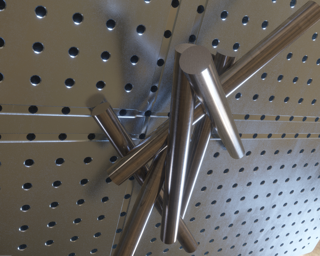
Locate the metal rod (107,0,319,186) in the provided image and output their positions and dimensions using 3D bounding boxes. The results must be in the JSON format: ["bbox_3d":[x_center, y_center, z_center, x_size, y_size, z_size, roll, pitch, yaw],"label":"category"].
[{"bbox_3d":[0.058,-0.035,0.361,0.300,0.025,0.025,-40,130,7],"label":"metal rod"}]

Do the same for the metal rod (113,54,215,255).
[{"bbox_3d":[0.003,0.045,0.399,0.025,0.025,0.299,19,96,-36],"label":"metal rod"}]

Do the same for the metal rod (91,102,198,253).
[{"bbox_3d":[-0.009,0.088,0.440,0.025,0.025,0.299,-33,123,-7],"label":"metal rod"}]

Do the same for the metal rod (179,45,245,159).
[{"bbox_3d":[0.076,-0.007,0.371,0.025,0.025,0.300,-43,154,2],"label":"metal rod"}]

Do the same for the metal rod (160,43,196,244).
[{"bbox_3d":[0.019,0.046,0.371,0.025,0.025,0.298,-14,131,-21],"label":"metal rod"}]

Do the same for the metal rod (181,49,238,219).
[{"bbox_3d":[0.052,0.035,0.444,0.025,0.025,0.298,-5,126,-26],"label":"metal rod"}]
